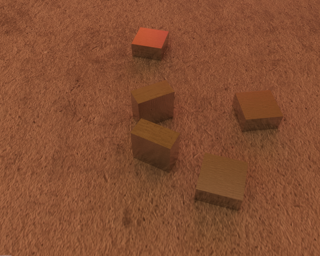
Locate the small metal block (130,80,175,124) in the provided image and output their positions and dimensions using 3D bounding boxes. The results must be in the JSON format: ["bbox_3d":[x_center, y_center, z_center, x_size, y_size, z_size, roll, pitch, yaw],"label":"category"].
[{"bbox_3d":[-0.010,-0.031,0.412,0.050,0.050,0.025,-20,53,-16],"label":"small metal block"}]

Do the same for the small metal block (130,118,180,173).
[{"bbox_3d":[-0.005,0.021,0.369,0.050,0.050,0.025,21,53,17],"label":"small metal block"}]

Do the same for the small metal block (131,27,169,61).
[{"bbox_3d":[-0.016,-0.142,0.522,0.050,0.025,0.050,11,51,9],"label":"small metal block"}]

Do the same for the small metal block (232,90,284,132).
[{"bbox_3d":[0.132,-0.024,0.424,0.050,0.025,0.050,-5,50,-5],"label":"small metal block"}]

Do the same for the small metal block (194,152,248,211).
[{"bbox_3d":[0.070,0.060,0.353,0.050,0.025,0.050,13,51,10],"label":"small metal block"}]
